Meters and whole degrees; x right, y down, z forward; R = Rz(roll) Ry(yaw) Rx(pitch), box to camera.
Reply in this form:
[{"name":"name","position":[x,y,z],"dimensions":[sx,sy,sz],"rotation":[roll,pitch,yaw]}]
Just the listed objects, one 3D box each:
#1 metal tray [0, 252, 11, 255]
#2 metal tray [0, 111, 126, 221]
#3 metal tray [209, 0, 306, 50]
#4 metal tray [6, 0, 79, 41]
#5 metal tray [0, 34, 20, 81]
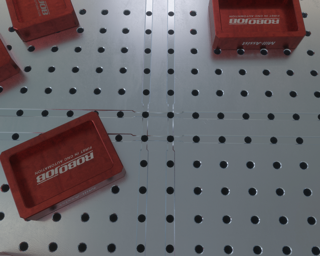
[{"name":"metal tray","position":[-0.135,0.164,0.316],"dimensions":[0.130,0.090,0.030],"rotation":[17,71,6]},{"name":"metal tray","position":[-0.121,0.046,0.391],"dimensions":[0.131,0.030,0.090],"rotation":[-26,72,-9]},{"name":"metal tray","position":[0.144,-0.166,0.470],"dimensions":[0.131,0.030,0.090],"rotation":[-1,70,-1]},{"name":"metal tray","position":[-0.190,-0.206,0.483],"dimensions":[0.090,0.030,0.130],"rotation":[-20,71,-7]},{"name":"metal tray","position":[-0.282,-0.091,0.441],"dimensions":[0.131,0.030,0.090],"rotation":[-31,73,-11]}]
